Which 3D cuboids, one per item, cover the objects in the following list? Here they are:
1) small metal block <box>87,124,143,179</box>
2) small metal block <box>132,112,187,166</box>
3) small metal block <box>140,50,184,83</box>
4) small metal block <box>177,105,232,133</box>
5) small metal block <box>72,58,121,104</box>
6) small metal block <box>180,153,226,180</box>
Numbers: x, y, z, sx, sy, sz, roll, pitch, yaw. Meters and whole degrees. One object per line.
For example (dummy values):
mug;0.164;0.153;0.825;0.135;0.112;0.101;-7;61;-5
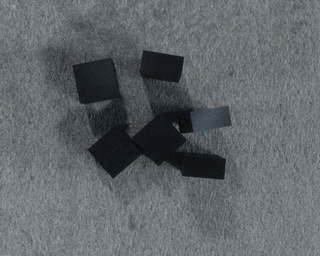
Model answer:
small metal block;-0.058;0.030;0.409;0.050;0.025;0.050;-41;91;0
small metal block;-0.001;0.014;0.410;0.050;0.025;0.050;-42;91;0
small metal block;0.002;-0.078;0.398;0.050;0.050;0.025;9;90;-1
small metal block;0.055;-0.010;0.393;0.050;0.050;0.025;-10;90;-15
small metal block;-0.083;-0.061;0.409;0.050;0.025;0.050;-11;90;-1
small metal block;0.053;0.048;0.398;0.050;0.050;0.025;5;90;-1
